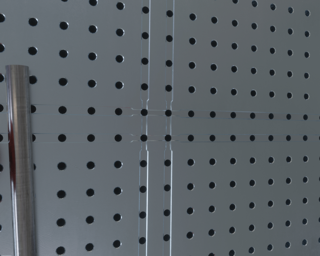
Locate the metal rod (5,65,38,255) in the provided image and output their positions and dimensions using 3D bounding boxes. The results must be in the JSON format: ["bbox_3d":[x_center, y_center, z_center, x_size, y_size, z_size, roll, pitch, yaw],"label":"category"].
[{"bbox_3d":[-0.157,0.079,0.354,0.025,0.025,0.298,-3,91,-20],"label":"metal rod"}]
